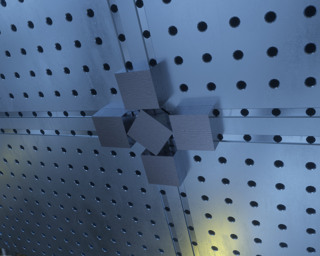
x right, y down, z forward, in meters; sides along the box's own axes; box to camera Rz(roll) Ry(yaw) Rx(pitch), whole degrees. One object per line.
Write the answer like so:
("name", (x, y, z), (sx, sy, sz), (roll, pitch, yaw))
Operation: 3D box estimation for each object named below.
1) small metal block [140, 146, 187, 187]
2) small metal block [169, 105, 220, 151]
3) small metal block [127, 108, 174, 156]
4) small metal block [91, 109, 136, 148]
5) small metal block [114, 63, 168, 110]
("small metal block", (0.006, 0.054, 0.440), (0.050, 0.025, 0.050), (0, 119, 27))
("small metal block", (0.044, 0.000, 0.387), (0.050, 0.025, 0.050), (0, 119, 28))
("small metal block", (-0.009, 0.001, 0.415), (0.050, 0.025, 0.050), (36, 129, 3))
("small metal block", (-0.063, 0.000, 0.443), (0.050, 0.025, 0.050), (1, 119, 27))
("small metal block", (-0.023, -0.051, 0.390), (0.050, 0.025, 0.050), (-1, 118, 28))
